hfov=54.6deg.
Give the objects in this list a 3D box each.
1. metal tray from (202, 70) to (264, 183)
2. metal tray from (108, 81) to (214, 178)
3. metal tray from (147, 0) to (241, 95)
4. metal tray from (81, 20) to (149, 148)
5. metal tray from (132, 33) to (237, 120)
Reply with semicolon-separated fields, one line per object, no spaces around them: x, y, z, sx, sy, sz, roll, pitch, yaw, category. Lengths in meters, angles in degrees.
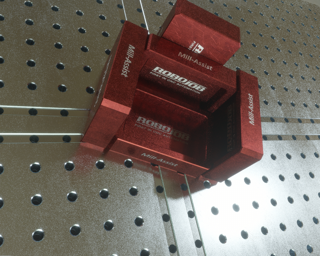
0.094;-0.003;0.417;0.030;0.090;0.130;20;54;-17;metal tray
0.006;0.002;0.405;0.131;0.030;0.090;20;54;-17;metal tray
0.034;-0.097;0.417;0.090;0.129;0.030;21;54;-16;metal tray
-0.053;-0.052;0.369;0.030;0.090;0.130;20;54;-17;metal tray
0.025;-0.062;0.417;0.131;0.090;0.030;20;55;-17;metal tray
